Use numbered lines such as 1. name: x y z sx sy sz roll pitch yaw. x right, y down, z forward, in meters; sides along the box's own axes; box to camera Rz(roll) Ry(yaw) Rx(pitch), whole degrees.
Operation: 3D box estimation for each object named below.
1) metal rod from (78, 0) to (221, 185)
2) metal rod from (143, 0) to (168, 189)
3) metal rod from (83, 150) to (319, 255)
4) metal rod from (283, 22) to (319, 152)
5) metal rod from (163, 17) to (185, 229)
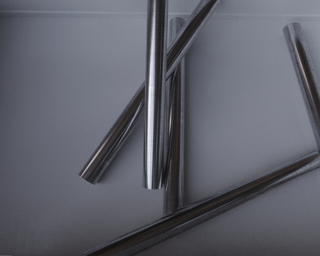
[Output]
1. metal rod: -0.009 -0.058 0.410 0.025 0.025 0.300 32 81 11
2. metal rod: -0.005 -0.076 0.373 0.025 0.025 0.298 2 95 0
3. metal rod: 0.063 0.089 0.356 0.302 0.025 0.025 -20 71 -16
4. metal rod: 0.214 -0.011 0.414 0.025 0.025 0.299 -6 70 -2
5. metal rod: 0.021 -0.019 0.416 0.025 0.025 0.299 2 70 1
